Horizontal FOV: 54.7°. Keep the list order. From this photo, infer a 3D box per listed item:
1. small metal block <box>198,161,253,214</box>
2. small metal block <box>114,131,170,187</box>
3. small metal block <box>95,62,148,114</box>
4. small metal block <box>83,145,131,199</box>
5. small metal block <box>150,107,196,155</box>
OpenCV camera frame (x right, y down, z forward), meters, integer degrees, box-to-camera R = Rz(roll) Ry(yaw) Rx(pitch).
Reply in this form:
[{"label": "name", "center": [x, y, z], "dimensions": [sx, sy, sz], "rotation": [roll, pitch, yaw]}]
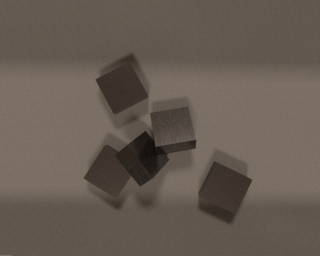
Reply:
[{"label": "small metal block", "center": [0.086, 0.079, 0.413], "dimensions": [0.050, 0.025, 0.050], "rotation": [26, 90, -1]}, {"label": "small metal block", "center": [-0.022, 0.038, 0.396], "dimensions": [0.025, 0.050, 0.050], "rotation": [-39, 90, 32]}, {"label": "small metal block", "center": [-0.049, -0.052, 0.411], "dimensions": [0.050, 0.025, 0.050], "rotation": [-28, 90, -1]}, {"label": "small metal block", "center": [-0.064, 0.057, 0.411], "dimensions": [0.050, 0.025, 0.050], "rotation": [33, 90, -1]}, {"label": "small metal block", "center": [0.017, 0.004, 0.400], "dimensions": [0.050, 0.025, 0.050], "rotation": [-10, 60, -2]}]
